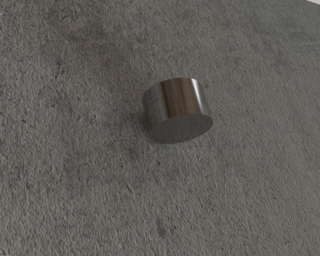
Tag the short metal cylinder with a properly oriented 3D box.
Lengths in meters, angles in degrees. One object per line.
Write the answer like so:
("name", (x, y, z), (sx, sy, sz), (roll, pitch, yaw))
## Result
("short metal cylinder", (0.021, -0.019, 0.391), (0.081, 0.080, 0.050), (2, 61, -27))
